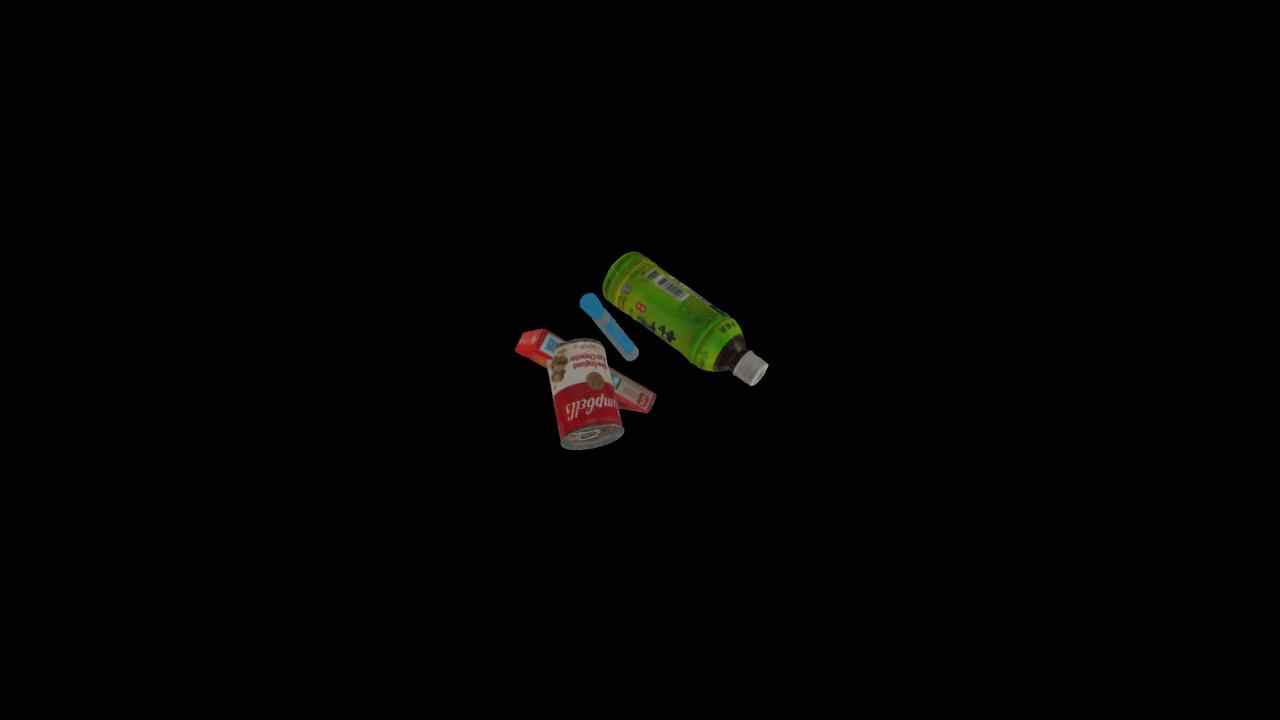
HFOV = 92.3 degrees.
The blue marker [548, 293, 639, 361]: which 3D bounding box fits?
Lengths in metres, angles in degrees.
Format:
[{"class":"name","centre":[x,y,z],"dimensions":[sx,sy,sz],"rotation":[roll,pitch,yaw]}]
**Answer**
[{"class":"blue marker","centre":[-0.031,-0.033,0.636],"dimensions":[0.020,0.020,0.121],"rotation":[0,-26,23]}]

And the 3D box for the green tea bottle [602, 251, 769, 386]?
[{"class":"green tea bottle","centre":[0.052,-0.044,0.697],"dimensions":[0.212,0.073,0.073],"rotation":[38,18,25]}]

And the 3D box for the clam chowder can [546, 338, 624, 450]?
[{"class":"clam chowder can","centre":[-0.060,0.036,0.654],"dimensions":[0.068,0.102,0.068],"rotation":[-12,-25,-6]}]

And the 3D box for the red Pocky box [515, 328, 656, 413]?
[{"class":"red Pocky box","centre":[-0.063,0.014,0.704],"dimensions":[0.155,0.028,0.083],"rotation":[31,-13,-22]}]
